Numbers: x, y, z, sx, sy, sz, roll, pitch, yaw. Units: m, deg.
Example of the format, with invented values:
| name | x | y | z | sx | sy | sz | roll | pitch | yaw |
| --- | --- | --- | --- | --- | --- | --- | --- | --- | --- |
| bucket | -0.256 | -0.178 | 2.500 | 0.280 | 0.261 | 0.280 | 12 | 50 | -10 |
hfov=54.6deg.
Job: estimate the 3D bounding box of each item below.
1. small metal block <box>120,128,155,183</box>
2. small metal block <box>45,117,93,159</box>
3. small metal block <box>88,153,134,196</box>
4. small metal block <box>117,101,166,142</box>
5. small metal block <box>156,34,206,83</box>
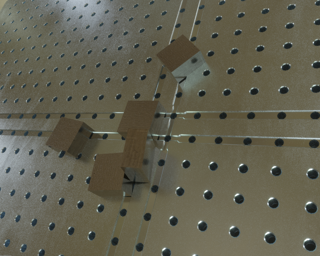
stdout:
| name | x | y | z | sx | sy | sz | roll | pitch | yaw |
| --- | --- | --- | --- | --- | --- | --- | --- | --- | --- |
| small metal block | -0.025 | 0.035 | 0.382 | 0.025 | 0.050 | 0.050 | 2 | 62 | 12 |
| small metal block | -0.138 | 0.014 | 0.474 | 0.050 | 0.025 | 0.050 | 12 | 68 | 33 |
| small metal block | -0.061 | 0.061 | 0.404 | 0.050 | 0.025 | 0.050 | -6 | 59 | 25 |
| small metal block | -0.025 | -0.010 | 0.429 | 0.050 | 0.025 | 0.050 | 3 | 63 | 29 |
| small metal block | 0.030 | -0.103 | 0.456 | 0.050 | 0.025 | 0.050 | -37 | 51 | 3 |
